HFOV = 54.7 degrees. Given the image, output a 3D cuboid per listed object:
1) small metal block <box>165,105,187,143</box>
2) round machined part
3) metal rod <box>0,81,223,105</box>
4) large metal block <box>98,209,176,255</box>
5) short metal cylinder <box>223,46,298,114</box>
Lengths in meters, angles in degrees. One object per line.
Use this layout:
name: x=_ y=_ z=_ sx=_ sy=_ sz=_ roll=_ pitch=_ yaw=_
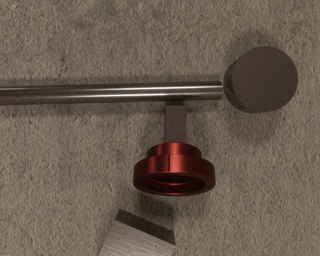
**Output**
small metal block: x=0.019 y=-0.002 z=0.397 sx=0.025 sy=0.050 sz=0.050 roll=2 pitch=90 yaw=-1
round machined part: x=0.017 y=0.050 z=0.380 sx=0.099 sy=0.098 sz=0.042 roll=1 pitch=62 yaw=-1
metal rod: x=-0.070 y=-0.046 z=0.409 sx=0.302 sy=0.025 sz=0.025 roll=-2 pitch=90 yaw=-1
large metal block: x=-0.034 y=0.162 z=0.397 sx=0.080 sy=0.050 sz=0.080 roll=24 pitch=90 yaw=-1
short metal cylinder: x=0.127 y=-0.059 z=0.399 sx=0.081 sy=0.050 sz=0.079 roll=0 pitch=90 yaw=-1
